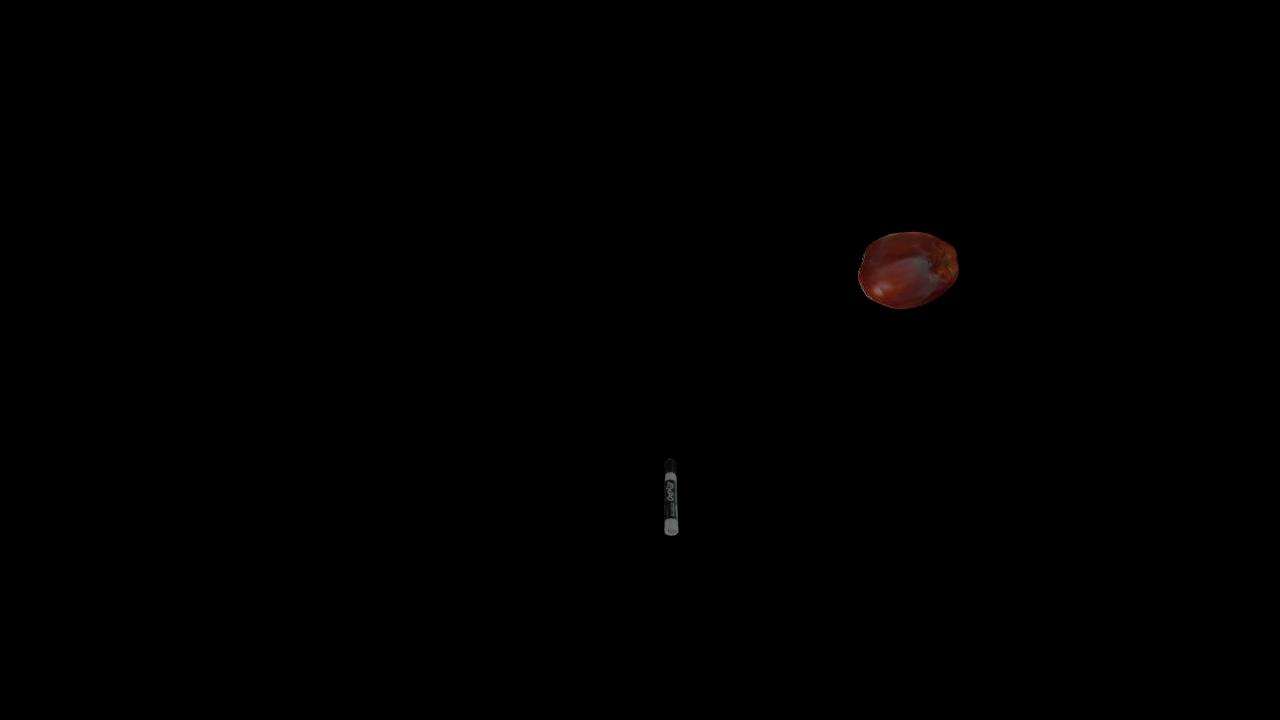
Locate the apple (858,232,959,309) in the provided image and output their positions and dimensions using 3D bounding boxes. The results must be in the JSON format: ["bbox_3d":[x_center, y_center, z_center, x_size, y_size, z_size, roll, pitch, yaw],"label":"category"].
[{"bbox_3d":[0.261,-0.086,0.603,0.079,0.079,0.093,0,-6,-30],"label":"apple"}]

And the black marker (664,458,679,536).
[{"bbox_3d":[0.043,0.187,0.857,0.020,0.020,0.121,0,42,2],"label":"black marker"}]
